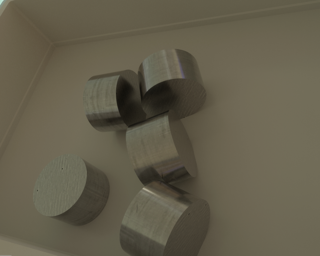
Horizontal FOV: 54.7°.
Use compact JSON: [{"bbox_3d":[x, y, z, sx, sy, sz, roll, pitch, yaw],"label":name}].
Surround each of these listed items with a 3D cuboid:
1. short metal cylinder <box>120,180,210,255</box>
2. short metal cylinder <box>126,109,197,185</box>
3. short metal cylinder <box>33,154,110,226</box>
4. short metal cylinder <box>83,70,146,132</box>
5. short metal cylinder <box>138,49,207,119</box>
[{"bbox_3d":[0.007,0.098,0.305,0.050,0.080,0.080,18,71,35],"label":"short metal cylinder"},{"bbox_3d":[0.003,0.025,0.352,0.050,0.080,0.080,-21,54,16],"label":"short metal cylinder"},{"bbox_3d":[-0.113,0.080,0.398,0.080,0.050,0.080,-13,56,20],"label":"short metal cylinder"},{"bbox_3d":[-0.059,-0.036,0.422,0.050,0.080,0.080,-5,60,25],"label":"short metal cylinder"},{"bbox_3d":[0.014,-0.053,0.395,0.080,0.080,0.050,-21,54,16],"label":"short metal cylinder"}]
